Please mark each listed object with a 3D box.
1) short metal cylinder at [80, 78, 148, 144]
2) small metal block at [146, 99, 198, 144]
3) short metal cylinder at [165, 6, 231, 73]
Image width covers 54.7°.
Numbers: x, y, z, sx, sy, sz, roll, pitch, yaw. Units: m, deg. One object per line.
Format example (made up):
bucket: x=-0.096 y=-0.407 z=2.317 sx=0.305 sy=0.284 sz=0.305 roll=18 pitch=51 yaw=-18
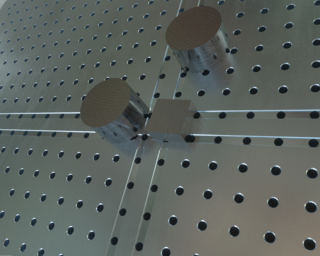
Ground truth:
short metal cylinder: x=-0.065 y=-0.024 z=0.441 sx=0.080 sy=0.050 sz=0.080 roll=-13 pitch=56 yaw=21
small metal block: x=0.016 y=-0.010 z=0.406 sx=0.050 sy=0.025 sz=0.050 roll=6 pitch=64 yaw=30
short metal cylinder: x=0.055 y=-0.125 z=0.440 sx=0.080 sy=0.050 sz=0.080 roll=-13 pitch=56 yaw=21
